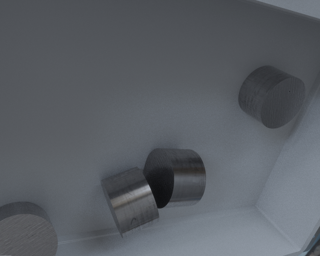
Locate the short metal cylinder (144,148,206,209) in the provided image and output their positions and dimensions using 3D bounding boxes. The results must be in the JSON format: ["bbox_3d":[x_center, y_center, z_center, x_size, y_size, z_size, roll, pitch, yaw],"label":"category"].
[{"bbox_3d":[0.018,0.068,0.427,0.050,0.080,0.079,4,116,-31],"label":"short metal cylinder"}]

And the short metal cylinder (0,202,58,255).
[{"bbox_3d":[-0.167,0.133,0.366,0.081,0.050,0.079,-2,95,-27],"label":"short metal cylinder"}]

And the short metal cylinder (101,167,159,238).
[{"bbox_3d":[-0.041,0.098,0.413,0.050,0.080,0.079,-20,126,-17],"label":"short metal cylinder"}]

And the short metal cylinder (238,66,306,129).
[{"bbox_3d":[0.164,-0.046,0.457,0.081,0.050,0.079,-14,125,-21],"label":"short metal cylinder"}]
